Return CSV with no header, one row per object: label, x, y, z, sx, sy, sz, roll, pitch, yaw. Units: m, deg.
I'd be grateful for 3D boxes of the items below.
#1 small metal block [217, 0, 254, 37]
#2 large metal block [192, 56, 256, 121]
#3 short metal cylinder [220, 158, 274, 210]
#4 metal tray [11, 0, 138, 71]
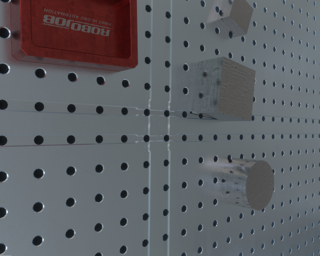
small metal block,0.125,-0.188,0.513,0.050,0.025,0.050,29,72,-36
large metal block,0.099,-0.056,0.475,0.081,0.050,0.080,10,84,-40
short metal cylinder,0.145,0.092,0.515,0.081,0.050,0.080,0,90,-40
metal tray,-0.086,-0.113,0.333,0.131,0.030,0.089,-2,91,-40
